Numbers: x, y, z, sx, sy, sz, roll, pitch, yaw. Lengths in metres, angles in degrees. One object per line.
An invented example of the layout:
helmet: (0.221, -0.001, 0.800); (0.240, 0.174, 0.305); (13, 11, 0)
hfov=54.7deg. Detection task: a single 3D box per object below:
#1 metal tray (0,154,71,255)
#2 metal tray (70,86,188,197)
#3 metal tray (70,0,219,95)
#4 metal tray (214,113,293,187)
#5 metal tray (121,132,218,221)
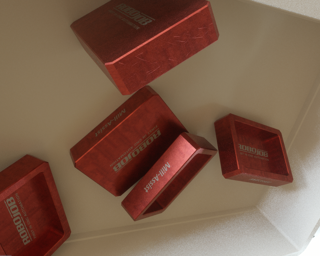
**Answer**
metal tray: (-0.158, 0.107, 0.356); (0.090, 0.030, 0.129); (-43, 139, -45)
metal tray: (-0.036, 0.019, 0.399); (0.130, 0.030, 0.090); (-41, 130, 0)
metal tray: (-0.021, -0.087, 0.276); (0.090, 0.130, 0.030); (-33, 129, -7)
metal tray: (0.144, 0.036, 0.470); (0.131, 0.090, 0.030); (14, 149, -35)
metal tray: (0.016, 0.067, 0.427); (0.130, 0.030, 0.090); (-50, 156, 11)
